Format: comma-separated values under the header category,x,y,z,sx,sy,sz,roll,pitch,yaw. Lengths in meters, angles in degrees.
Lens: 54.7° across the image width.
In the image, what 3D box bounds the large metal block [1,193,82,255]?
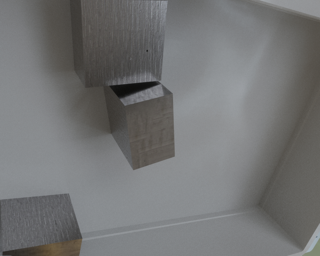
category,x,y,z,sx,sy,sz,roll,pitch,yaw
large metal block,-0.146,0.128,0.372,0.081,0.080,0.050,1,118,-29

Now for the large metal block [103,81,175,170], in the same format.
category,x,y,z,sx,sy,sz,roll,pitch,yaw
large metal block,-0.025,-0.013,0.351,0.050,0.080,0.079,-16,125,-19

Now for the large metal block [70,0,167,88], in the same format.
category,x,y,z,sx,sy,sz,roll,pitch,yaw
large metal block,-0.043,-0.091,0.313,0.081,0.050,0.079,-10,123,-24
